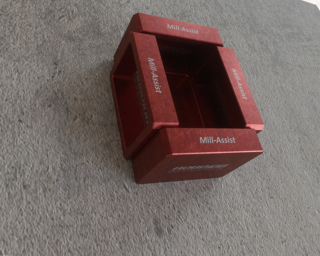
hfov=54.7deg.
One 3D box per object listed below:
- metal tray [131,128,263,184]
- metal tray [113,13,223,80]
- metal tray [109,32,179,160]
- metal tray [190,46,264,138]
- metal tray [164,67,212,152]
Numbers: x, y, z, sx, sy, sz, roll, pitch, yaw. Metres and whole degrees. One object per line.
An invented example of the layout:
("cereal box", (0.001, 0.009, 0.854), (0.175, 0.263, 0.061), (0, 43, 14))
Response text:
("metal tray", (0.043, 0.034, 0.367), (0.131, 0.090, 0.030), (1, 62, -28))
("metal tray", (0.011, -0.107, 0.436), (0.131, 0.090, 0.030), (1, 62, -28))
("metal tray", (-0.025, -0.037, 0.374), (0.030, 0.090, 0.130), (1, 61, -28))
("metal tray", (0.083, -0.036, 0.432), (0.030, 0.090, 0.130), (1, 61, -28))
("metal tray", (0.016, -0.023, 0.426), (0.091, 0.030, 0.130), (1, 61, -28))
